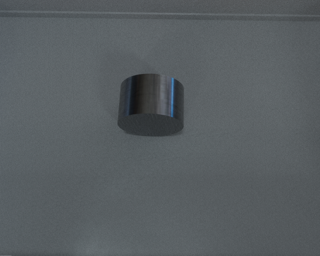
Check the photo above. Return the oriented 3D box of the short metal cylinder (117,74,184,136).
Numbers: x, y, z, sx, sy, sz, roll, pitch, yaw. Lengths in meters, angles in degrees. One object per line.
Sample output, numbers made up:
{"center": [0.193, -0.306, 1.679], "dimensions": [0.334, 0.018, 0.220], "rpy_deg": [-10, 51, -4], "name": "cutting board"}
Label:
{"center": [-0.011, -0.026, 0.387], "dimensions": [0.080, 0.080, 0.050], "rpy_deg": [2, 70, 1], "name": "short metal cylinder"}
